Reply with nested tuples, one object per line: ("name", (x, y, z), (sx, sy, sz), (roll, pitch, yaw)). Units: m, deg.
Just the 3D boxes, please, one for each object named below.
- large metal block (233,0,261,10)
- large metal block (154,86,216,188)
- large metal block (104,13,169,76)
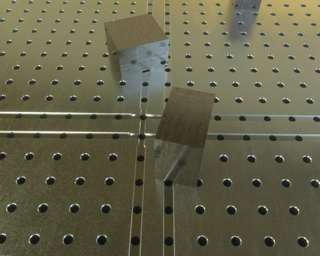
("large metal block", (0.179, -0.295, 0.623), (0.050, 0.080, 0.080), (4, 50, 3))
("large metal block", (0.029, 0.011, 0.363), (0.050, 0.080, 0.080), (12, 51, 9))
("large metal block", (-0.039, -0.138, 0.507), (0.081, 0.050, 0.080), (-17, 52, -14))
